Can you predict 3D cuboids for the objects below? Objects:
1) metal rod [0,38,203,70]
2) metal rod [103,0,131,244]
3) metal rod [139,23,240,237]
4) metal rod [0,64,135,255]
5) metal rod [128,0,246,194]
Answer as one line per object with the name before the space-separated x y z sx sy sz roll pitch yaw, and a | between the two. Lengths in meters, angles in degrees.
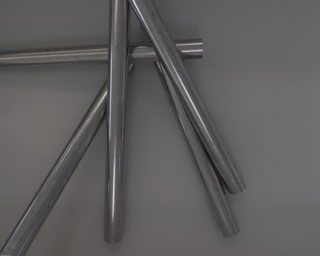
metal rod | -0.098 -0.092 0.394 0.302 0.025 0.025 -2 90 6
metal rod | -0.054 0.001 0.382 0.025 0.025 0.298 3 101 0
metal rod | 0.039 0.000 0.411 0.025 0.025 0.299 -22 90 0
metal rod | -0.110 0.042 0.365 0.025 0.025 0.300 27 72 0
metal rod | 0.033 -0.045 0.373 0.025 0.025 0.299 -29 106 0
